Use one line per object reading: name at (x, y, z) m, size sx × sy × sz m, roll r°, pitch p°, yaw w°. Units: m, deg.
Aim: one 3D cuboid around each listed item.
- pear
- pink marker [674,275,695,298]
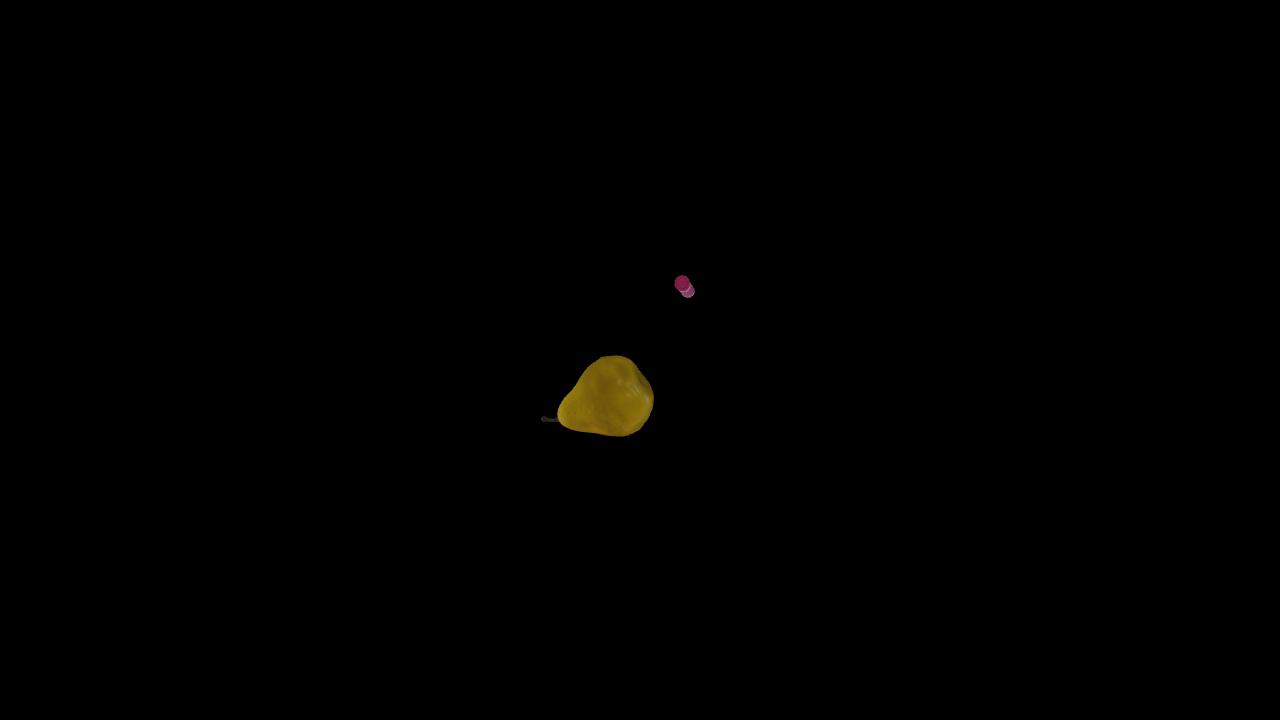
pear at (-0.043, 0.048, 0.606) m, size 0.111 × 0.080 × 0.080 m, roll -33°, pitch -8°, yaw 13°
pink marker at (0.058, -0.094, 0.796) m, size 0.020 × 0.020 × 0.121 m, roll 0°, pitch 2°, yaw 8°
